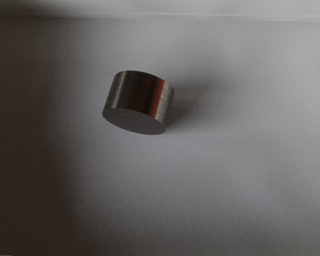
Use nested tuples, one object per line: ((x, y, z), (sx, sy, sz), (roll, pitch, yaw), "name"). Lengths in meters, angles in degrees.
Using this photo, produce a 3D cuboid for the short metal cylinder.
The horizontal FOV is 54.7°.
((-0.026, -0.029, 0.391), (0.080, 0.080, 0.050), (13, 71, 4), "short metal cylinder")
